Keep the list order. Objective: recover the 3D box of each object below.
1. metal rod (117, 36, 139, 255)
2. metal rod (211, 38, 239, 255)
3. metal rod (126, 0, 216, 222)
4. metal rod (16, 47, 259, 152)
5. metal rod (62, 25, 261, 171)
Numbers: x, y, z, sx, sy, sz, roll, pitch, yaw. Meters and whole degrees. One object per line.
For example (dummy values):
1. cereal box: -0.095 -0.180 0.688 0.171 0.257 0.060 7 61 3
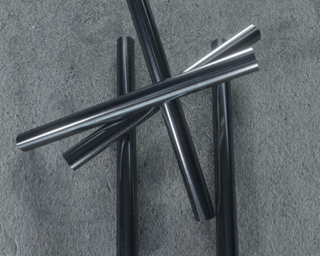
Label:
1. metal rod: -0.044 0.013 0.402 0.025 0.025 0.299 -2 70 -1
2. metal rod: 0.082 0.017 0.402 0.025 0.025 0.299 2 70 1
3. metal rod: 0.010 -0.035 0.369 0.025 0.025 0.298 -18 91 -6
4. metal rod: -0.040 -0.026 0.357 0.301 0.025 0.025 -18 70 17
5. metal rod: 0.011 -0.046 0.397 0.301 0.025 0.025 -36 74 -12
